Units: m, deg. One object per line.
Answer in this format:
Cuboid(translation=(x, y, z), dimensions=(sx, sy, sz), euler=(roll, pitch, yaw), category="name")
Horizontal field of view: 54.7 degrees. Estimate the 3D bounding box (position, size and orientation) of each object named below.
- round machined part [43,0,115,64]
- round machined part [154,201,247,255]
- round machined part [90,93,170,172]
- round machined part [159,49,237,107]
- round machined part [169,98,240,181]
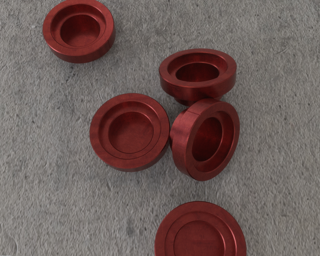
Cuboid(translation=(-0.113, -0.135, 0.447), dimensions=(0.099, 0.042, 0.098), euler=(0, 70, 0), category="round machined part")
Cuboid(translation=(0.043, 0.135, 0.350), dimensions=(0.099, 0.042, 0.098), euler=(0, 70, 0), category="round machined part")
Cuboid(translation=(-0.035, 0.008, 0.393), dimensions=(0.099, 0.042, 0.098), euler=(-2, 69, 4), category="round machined part")
Cuboid(translation=(0.049, -0.063, 0.408), dimensions=(0.099, 0.042, 0.098), euler=(-4, 40, 4), category="round machined part")
Cuboid(translation=(0.050, 0.011, 0.375), dimensions=(0.042, 0.098, 0.098), euler=(23, 68, 45), category="round machined part")
